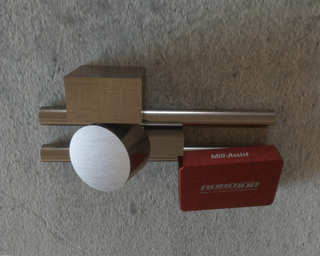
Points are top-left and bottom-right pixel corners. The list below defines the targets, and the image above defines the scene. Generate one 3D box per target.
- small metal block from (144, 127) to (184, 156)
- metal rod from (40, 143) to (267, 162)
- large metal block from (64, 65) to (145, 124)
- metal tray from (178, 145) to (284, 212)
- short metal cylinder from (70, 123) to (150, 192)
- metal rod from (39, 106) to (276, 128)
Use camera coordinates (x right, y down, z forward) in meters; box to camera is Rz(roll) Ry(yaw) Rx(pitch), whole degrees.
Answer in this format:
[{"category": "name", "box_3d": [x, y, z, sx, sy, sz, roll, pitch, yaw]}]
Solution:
[{"category": "small metal block", "box_3d": [0.004, 0.014, 0.402, 0.050, 0.050, 0.025, 1, 110, -1]}, {"category": "metal rod", "box_3d": [-0.007, 0.034, 0.424, 0.302, 0.025, 0.025, 0, 110, -1]}, {"category": "large metal block", "box_3d": [-0.060, -0.042, 0.366, 0.081, 0.080, 0.050, 1, 110, -1]}, {"category": "metal tray", "box_3d": [0.091, 0.070, 0.420, 0.131, 0.030, 0.089, -4, 128, -1]}, {"category": "short metal cylinder", "box_3d": [-0.059, 0.028, 0.369, 0.080, 0.050, 0.079, 8, 110, 22]}, {"category": "metal rod", "box_3d": [-0.002, -0.014, 0.406, 0.302, 0.025, 0.025, 1, 110, -1]}]
